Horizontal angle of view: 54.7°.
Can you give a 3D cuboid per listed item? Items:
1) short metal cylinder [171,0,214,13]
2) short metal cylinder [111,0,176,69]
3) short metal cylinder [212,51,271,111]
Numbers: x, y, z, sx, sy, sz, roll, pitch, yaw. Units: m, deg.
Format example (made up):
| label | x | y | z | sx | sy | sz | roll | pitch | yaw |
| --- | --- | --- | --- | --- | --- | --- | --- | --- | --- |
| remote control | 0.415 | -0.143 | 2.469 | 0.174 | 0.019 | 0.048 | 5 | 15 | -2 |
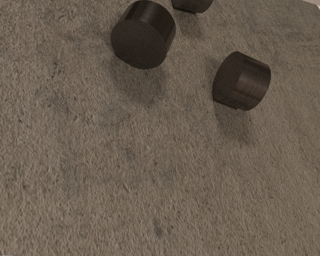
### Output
| label | x | y | z | sx | sy | sz | roll | pitch | yaw |
| --- | --- | --- | --- | --- | --- | --- | --- | --- | --- |
| short metal cylinder | 0.060 | -0.254 | 0.558 | 0.050 | 0.080 | 0.080 | 3 | 60 | -27 |
| short metal cylinder | -0.023 | -0.130 | 0.437 | 0.080 | 0.080 | 0.050 | 28 | 52 | -11 |
| short metal cylinder | 0.125 | -0.072 | 0.482 | 0.050 | 0.080 | 0.080 | 19 | 54 | -18 |
